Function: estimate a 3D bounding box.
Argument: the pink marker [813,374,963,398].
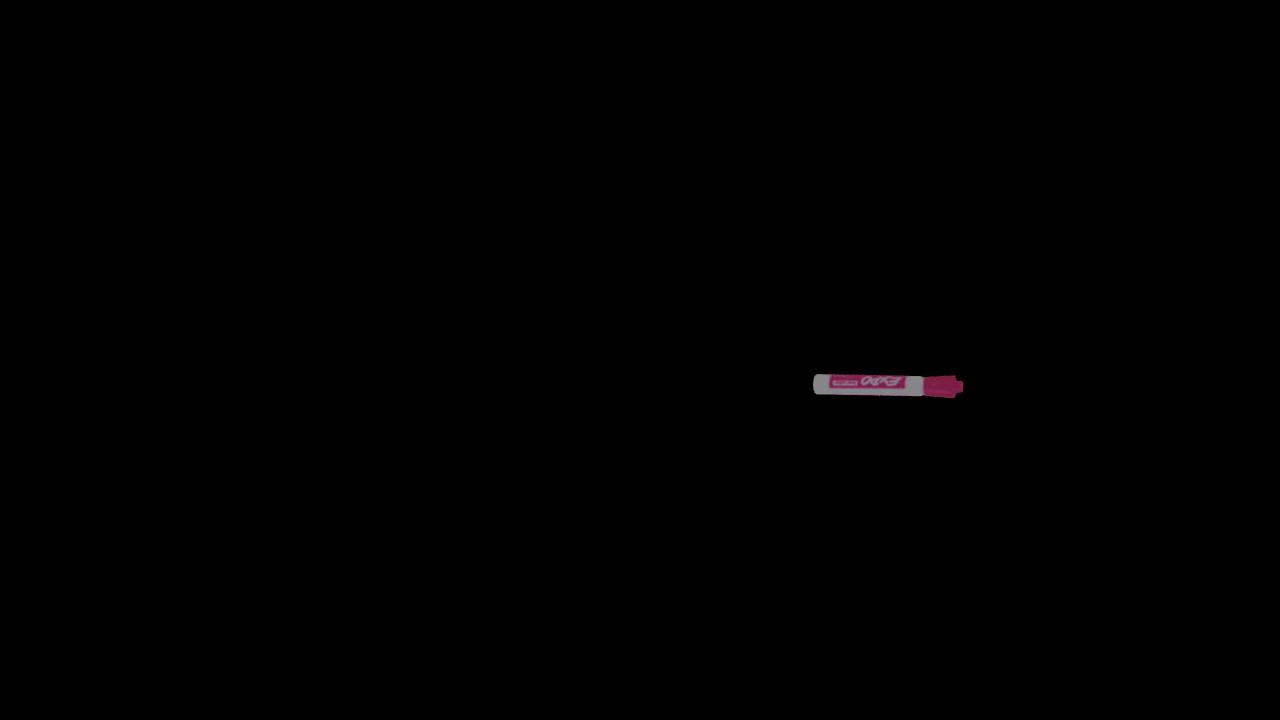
[{"bbox_3d":[0.211,0.022,0.531,0.121,0.020,0.020,0,0,36],"label":"pink marker"}]
